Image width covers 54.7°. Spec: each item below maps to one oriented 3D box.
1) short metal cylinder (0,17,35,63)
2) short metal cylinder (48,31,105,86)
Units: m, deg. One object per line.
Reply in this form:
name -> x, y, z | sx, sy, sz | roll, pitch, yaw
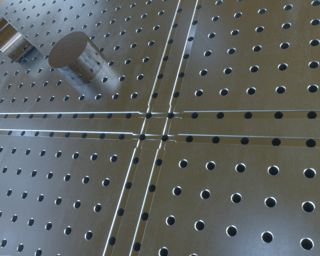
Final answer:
short metal cylinder -> -0.312, -0.183, 0.645 | 0.050, 0.080, 0.080 | -45, 51, -3
short metal cylinder -> -0.145, -0.121, 0.540 | 0.080, 0.050, 0.080 | -13, 56, 20
